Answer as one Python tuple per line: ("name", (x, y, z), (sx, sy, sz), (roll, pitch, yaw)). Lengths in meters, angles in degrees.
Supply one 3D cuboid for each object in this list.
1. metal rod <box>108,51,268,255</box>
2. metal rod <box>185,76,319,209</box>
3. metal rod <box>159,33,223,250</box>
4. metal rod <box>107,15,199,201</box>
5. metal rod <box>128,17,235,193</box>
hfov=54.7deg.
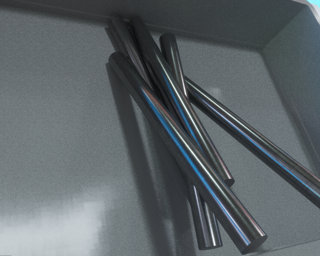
("metal rod", (0.007, -0.002, 0.339), (0.025, 0.025, 0.300), (-6, 42, -31))
("metal rod", (0.108, 0.010, 0.382), (0.025, 0.025, 0.300), (-17, 47, -35))
("metal rod", (0.032, -0.005, 0.392), (0.025, 0.025, 0.299), (6, 57, -25))
("metal rod", (-0.004, -0.033, 0.423), (0.025, 0.025, 0.299), (-14, 69, -34))
("metal rod", (0.012, -0.052, 0.394), (0.025, 0.025, 0.299), (-1, 47, -29))
